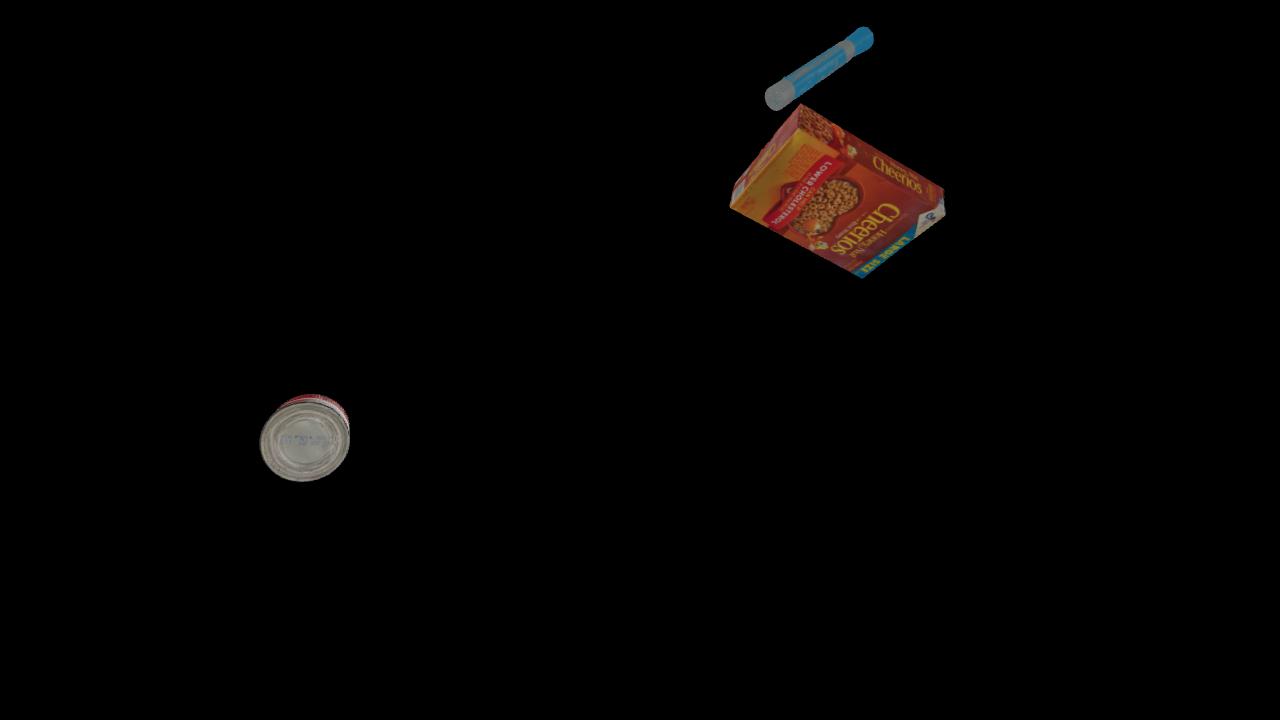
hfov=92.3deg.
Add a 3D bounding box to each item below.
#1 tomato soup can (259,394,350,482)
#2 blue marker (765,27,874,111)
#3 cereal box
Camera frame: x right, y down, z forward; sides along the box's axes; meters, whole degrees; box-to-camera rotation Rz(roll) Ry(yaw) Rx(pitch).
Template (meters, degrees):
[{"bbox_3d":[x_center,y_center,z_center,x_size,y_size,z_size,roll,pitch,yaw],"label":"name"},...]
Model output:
[{"bbox_3d":[-0.292,0.067,0.542,0.068,0.068,0.101,0,1,-26],"label":"tomato soup can"},{"bbox_3d":[0.147,-0.236,0.495,0.121,0.020,0.020,-39,15,-20],"label":"blue marker"},{"bbox_3d":[0.340,-0.281,1.075,0.306,0.081,0.203,25,-33,-14],"label":"cereal box"}]
